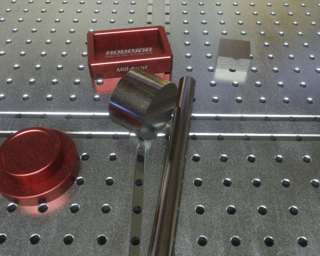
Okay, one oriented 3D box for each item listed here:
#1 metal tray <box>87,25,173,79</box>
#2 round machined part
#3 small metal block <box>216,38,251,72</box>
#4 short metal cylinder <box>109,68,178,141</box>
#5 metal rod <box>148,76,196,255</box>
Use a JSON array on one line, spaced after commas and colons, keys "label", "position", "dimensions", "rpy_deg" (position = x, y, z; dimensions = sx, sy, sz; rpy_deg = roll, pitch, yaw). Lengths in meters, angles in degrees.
[{"label": "metal tray", "position": [-0.051, -0.126, 0.509], "dimensions": [0.131, 0.030, 0.090], "rpy_deg": [-7, 50, -7]}, {"label": "round machined part", "position": [-0.147, 0.037, 0.363], "dimensions": [0.099, 0.042, 0.098], "rpy_deg": [0, 50, 0]}, {"label": "small metal block", "position": [0.121, -0.121, 0.511], "dimensions": [0.050, 0.025, 0.050], "rpy_deg": [8, 50, 6]}, {"label": "short metal cylinder", "position": [-0.020, -0.031, 0.398], "dimensions": [0.050, 0.080, 0.080], "rpy_deg": [28, 55, 21]}, {"label": "metal rod", "position": [0.018, 0.045, 0.370], "dimensions": [0.025, 0.025, 0.300], "rpy_deg": [7, 50, 6]}]
